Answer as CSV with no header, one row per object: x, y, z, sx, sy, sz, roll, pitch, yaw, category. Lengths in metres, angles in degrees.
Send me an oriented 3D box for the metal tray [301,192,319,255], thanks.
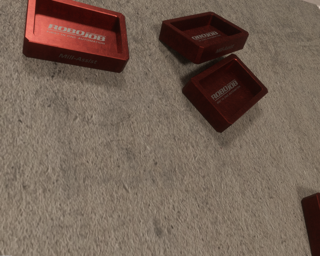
0.277,0.154,0.458,0.131,0.030,0.090,16,55,-19,metal tray

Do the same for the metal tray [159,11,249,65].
0.075,-0.155,0.518,0.131,0.030,0.090,-26,56,-37,metal tray

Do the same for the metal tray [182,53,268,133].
0.108,-0.060,0.497,0.090,0.030,0.131,50,51,6,metal tray

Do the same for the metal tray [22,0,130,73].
-0.111,-0.129,0.419,0.131,0.030,0.090,6,59,-26,metal tray
